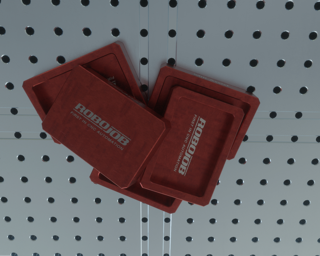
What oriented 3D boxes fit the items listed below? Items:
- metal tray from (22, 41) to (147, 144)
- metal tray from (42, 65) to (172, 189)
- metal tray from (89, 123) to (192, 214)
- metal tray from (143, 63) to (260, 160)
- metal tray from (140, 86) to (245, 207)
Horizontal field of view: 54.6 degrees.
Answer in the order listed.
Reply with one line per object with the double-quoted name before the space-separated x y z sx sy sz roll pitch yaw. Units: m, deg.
"metal tray" -0.092 -0.044 0.394 0.130 0.030 0.090 -21 109 8
"metal tray" -0.064 -0.003 0.366 0.130 0.030 0.090 34 100 11
"metal tray" -0.019 0.055 0.431 0.131 0.030 0.090 25 108 -9
"metal tray" 0.049 -0.020 0.402 0.131 0.030 0.089 18 109 -6
"metal tray" 0.037 0.022 0.386 0.090 0.030 0.129 19 97 -7
